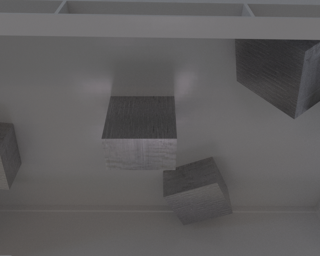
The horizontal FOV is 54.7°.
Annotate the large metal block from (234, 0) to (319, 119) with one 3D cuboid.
[{"bbox_3d":[0.120,-0.069,0.298,0.050,0.080,0.080,-33,140,-13],"label":"large metal block"}]

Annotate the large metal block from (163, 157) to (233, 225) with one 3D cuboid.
[{"bbox_3d":[0.058,0.099,0.477,0.080,0.050,0.080,-19,128,15],"label":"large metal block"}]

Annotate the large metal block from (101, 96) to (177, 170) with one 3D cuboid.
[{"bbox_3d":[-0.022,0.005,0.376,0.081,0.080,0.050,0,130,0],"label":"large metal block"}]

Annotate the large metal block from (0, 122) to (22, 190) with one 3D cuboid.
[{"bbox_3d":[-0.244,0.036,0.421,0.081,0.050,0.079,6,130,-6],"label":"large metal block"}]
